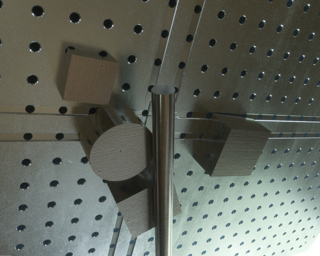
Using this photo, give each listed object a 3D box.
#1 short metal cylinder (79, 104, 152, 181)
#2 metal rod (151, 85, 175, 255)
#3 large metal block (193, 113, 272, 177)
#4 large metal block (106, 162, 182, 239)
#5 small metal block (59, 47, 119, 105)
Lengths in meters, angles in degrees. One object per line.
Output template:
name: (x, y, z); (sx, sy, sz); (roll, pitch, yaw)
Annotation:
short metal cylinder: (-0.052, 0.018, 0.379); (0.081, 0.050, 0.079); (-14, 125, -21)
metal rod: (0.005, 0.086, 0.404); (0.025, 0.025, 0.298); (-14, 124, -21)
large metal block: (0.109, 0.026, 0.474); (0.081, 0.050, 0.079); (4, 117, -31)
large metal block: (-0.022, 0.099, 0.446); (0.081, 0.050, 0.080); (-25, 128, -13)
small metal block: (-0.078, -0.055, 0.336); (0.050, 0.025, 0.050); (5, 116, -31)
